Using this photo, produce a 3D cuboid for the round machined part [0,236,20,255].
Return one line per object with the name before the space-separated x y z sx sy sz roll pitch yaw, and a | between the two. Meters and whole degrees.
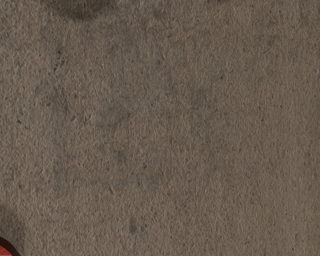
round machined part | -0.199 0.158 0.327 0.099 0.042 0.097 0 90 -21
